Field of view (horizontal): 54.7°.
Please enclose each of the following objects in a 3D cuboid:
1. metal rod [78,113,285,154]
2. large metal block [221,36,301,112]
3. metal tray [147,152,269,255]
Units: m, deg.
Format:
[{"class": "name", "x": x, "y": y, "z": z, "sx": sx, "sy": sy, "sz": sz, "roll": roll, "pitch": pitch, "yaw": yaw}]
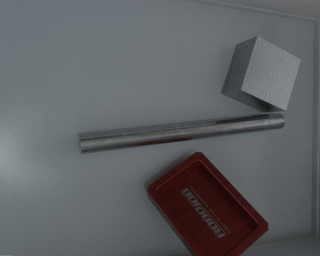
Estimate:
[{"class": "metal rod", "x": 0.044, "y": 0.004, "z": 0.427, "sx": 0.303, "sy": 0.025, "sz": 0.025, "roll": -6, "pitch": 92, "yaw": -20}, {"class": "large metal block", "x": 0.147, "y": -0.075, "z": 0.453, "sx": 0.080, "sy": 0.050, "sz": 0.080, "roll": 21, "pitch": 83, "yaw": -19}, {"class": "metal tray", "x": 0.057, "y": 0.104, "z": 0.391, "sx": 0.090, "sy": 0.030, "sz": 0.130, "roll": -33, "pitch": 63, "yaw": -18}]
